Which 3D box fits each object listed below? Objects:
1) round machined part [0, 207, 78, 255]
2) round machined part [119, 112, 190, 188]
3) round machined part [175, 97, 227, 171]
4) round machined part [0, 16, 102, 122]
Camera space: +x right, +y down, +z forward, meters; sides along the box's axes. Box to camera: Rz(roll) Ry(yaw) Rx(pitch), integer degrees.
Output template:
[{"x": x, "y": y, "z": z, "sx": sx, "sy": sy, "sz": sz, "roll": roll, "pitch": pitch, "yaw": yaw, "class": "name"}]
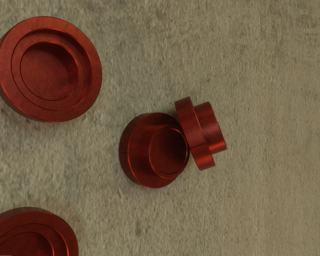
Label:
[{"x": -0.130, "y": 0.122, "z": 0.286, "sx": 0.099, "sy": 0.042, "sz": 0.097, "roll": 0, "pitch": 90, "yaw": -40, "class": "round machined part"}, {"x": 0.000, "y": 0.029, "z": 0.396, "sx": 0.099, "sy": 0.042, "sz": 0.097, "roll": 0, "pitch": 90, "yaw": -40, "class": "round machined part"}, {"x": 0.056, "y": 0.003, "z": 0.407, "sx": 0.098, "sy": 0.042, "sz": 0.098, "roll": -21, "pitch": 90, "yaw": -82, "class": "round machined part"}, {"x": -0.110, "y": -0.054, "z": 0.302, "sx": 0.099, "sy": 0.042, "sz": 0.097, "roll": 0, "pitch": 90, "yaw": -40, "class": "round machined part"}]
